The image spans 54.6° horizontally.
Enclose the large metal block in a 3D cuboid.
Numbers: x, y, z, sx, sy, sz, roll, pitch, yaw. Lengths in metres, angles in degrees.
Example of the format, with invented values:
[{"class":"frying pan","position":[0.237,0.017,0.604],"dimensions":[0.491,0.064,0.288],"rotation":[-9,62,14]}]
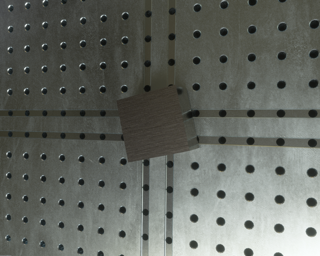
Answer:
[{"class":"large metal block","position":[-0.002,-0.004,0.399],"dimensions":[0.080,0.050,0.080],"rotation":[-13,86,19]}]
